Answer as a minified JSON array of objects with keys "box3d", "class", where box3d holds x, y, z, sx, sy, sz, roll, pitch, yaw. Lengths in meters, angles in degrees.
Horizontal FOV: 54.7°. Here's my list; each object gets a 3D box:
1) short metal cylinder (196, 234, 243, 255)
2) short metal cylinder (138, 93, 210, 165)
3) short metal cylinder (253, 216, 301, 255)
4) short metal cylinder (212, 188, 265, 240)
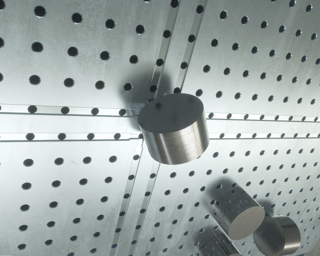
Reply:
[{"box3d":[0.119,0.262,0.622,0.081,0.050,0.079,-14,124,-21],"class":"short metal cylinder"},{"box3d":[0.018,0.000,0.385,0.080,0.080,0.050,-26,128,-12],"class":"short metal cylinder"},{"box3d":[0.243,0.225,0.647,0.050,0.080,0.079,8,115,-32],"class":"short metal cylinder"},{"box3d":[0.145,0.159,0.572,0.081,0.050,0.079,-14,124,-21],"class":"short metal cylinder"}]
